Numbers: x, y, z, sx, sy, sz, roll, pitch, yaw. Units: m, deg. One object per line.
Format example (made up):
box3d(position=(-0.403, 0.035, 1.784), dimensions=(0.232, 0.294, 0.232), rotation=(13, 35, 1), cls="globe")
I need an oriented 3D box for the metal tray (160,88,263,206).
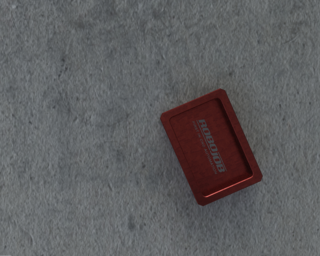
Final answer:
box3d(position=(0.066, 0.024, 0.408), dimensions=(0.090, 0.030, 0.129), rotation=(-24, 90, -1), cls="metal tray")
